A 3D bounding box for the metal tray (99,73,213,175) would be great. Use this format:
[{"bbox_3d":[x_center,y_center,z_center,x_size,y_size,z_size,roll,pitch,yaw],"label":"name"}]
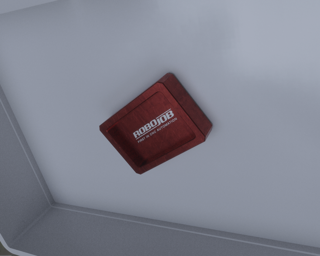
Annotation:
[{"bbox_3d":[-0.009,0.000,0.407,0.130,0.030,0.090,-32,101,38],"label":"metal tray"}]
